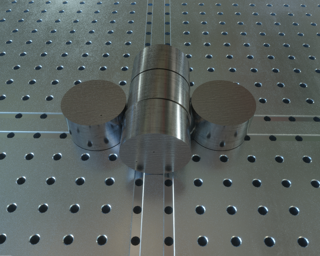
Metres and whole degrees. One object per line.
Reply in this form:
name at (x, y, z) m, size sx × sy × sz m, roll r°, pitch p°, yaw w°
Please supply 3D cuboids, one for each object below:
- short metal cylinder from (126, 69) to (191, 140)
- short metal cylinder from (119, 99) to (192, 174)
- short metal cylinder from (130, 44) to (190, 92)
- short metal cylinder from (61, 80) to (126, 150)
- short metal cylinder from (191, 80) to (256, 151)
short metal cylinder at (-0.001, -0.028, 0.395) m, size 0.081 × 0.080 × 0.050 m, roll 2°, pitch 50°, yaw 1°
short metal cylinder at (-0.005, 0.012, 0.362) m, size 0.081 × 0.080 × 0.050 m, roll 1°, pitch 50°, yaw 0°
short metal cylinder at (0.001, -0.067, 0.427) m, size 0.081 × 0.080 × 0.050 m, roll 2°, pitch 50°, yaw 1°
short metal cylinder at (-0.082, -0.018, 0.404) m, size 0.081 × 0.050 × 0.080 m, roll 0°, pitch 50°, yaw 0°
short metal cylinder at (0.079, -0.017, 0.406) m, size 0.081 × 0.050 × 0.080 m, roll 0°, pitch 50°, yaw 0°
